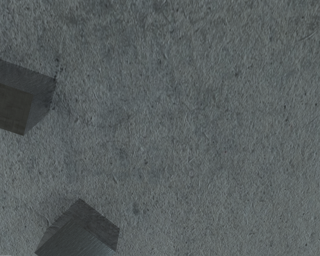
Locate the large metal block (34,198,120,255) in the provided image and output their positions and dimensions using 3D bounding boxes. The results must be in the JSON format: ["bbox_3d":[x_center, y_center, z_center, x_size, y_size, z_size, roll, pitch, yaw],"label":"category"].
[{"bbox_3d":[-0.119,0.165,0.456,0.080,0.050,0.080,43,104,-14],"label":"large metal block"}]

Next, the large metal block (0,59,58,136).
[{"bbox_3d":[-0.179,-0.040,0.364,0.080,0.080,0.050,20,109,-7],"label":"large metal block"}]
